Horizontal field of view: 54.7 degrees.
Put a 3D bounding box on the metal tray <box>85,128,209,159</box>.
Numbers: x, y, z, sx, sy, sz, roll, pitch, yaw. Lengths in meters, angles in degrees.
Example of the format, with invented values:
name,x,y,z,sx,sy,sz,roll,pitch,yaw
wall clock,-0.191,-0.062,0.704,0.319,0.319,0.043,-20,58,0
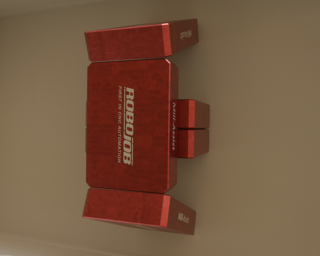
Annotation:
name,x,y,z,sx,sy,sz,roll,pitch,yaw
metal tray,-0.012,0.015,0.380,0.130,0.090,0.030,1,91,20

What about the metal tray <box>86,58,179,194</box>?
name,x,y,z,sx,sy,sz,roll,pitch,yaw
metal tray,-0.029,-0.003,0.320,0.090,0.030,0.129,1,90,19

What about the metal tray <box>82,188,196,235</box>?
name,x,y,z,sx,sy,sz,roll,pitch,yaw
metal tray,-0.016,0.099,0.357,0.090,0.130,0.030,1,69,19

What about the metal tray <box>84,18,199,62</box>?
name,x,y,z,sx,sy,sz,roll,pitch,yaw
metal tray,-0.013,-0.104,0.357,0.090,0.131,0.030,1,111,20

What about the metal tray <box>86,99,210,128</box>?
name,x,y,z,sx,sy,sz,roll,pitch,yaw
metal tray,-0.012,-0.016,0.379,0.130,0.090,0.030,1,91,20
